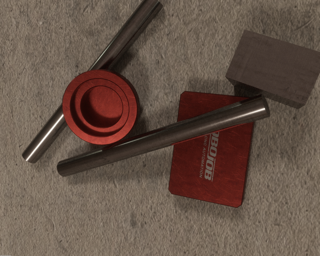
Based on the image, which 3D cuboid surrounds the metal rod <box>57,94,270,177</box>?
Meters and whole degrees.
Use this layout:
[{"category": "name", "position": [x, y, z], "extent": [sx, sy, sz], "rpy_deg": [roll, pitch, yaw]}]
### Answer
[{"category": "metal rod", "position": [-0.017, 0.018, 0.388], "extent": [0.300, 0.025, 0.025], "rpy_deg": [-18, 84, 28]}]

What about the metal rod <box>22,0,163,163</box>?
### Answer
[{"category": "metal rod", "position": [-0.103, -0.062, 0.443], "extent": [0.025, 0.025, 0.299], "rpy_deg": [46, 104, 14]}]

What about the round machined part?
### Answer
[{"category": "round machined part", "position": [-0.075, -0.030, 0.415], "extent": [0.099, 0.042, 0.097], "rpy_deg": [1, 102, 5]}]

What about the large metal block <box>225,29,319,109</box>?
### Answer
[{"category": "large metal block", "position": [0.124, -0.060, 0.336], "extent": [0.080, 0.080, 0.050], "rpy_deg": [24, 98, 18]}]

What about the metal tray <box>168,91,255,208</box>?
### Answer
[{"category": "metal tray", "position": [0.065, 0.024, 0.383], "extent": [0.090, 0.030, 0.129], "rpy_deg": [8, 93, 19]}]
